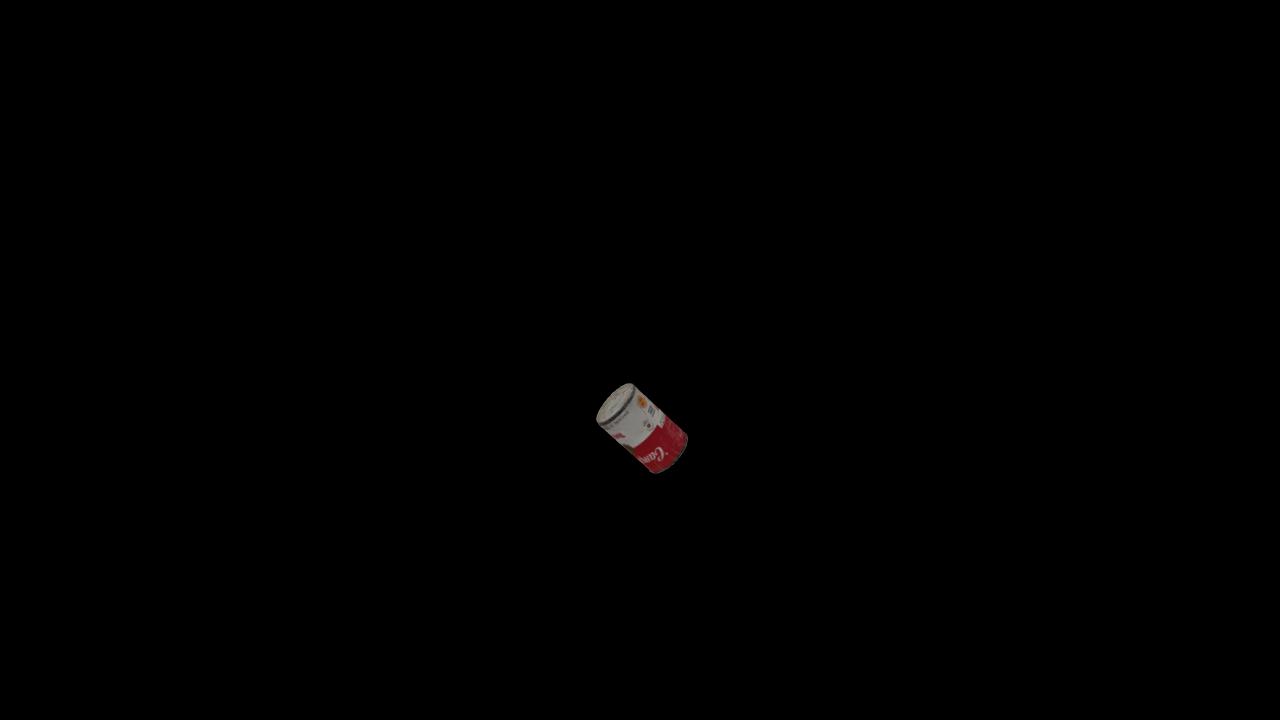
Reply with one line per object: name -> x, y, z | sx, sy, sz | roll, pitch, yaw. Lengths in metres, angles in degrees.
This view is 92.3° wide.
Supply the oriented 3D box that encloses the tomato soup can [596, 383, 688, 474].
tomato soup can -> 0.003, 0.085, 0.773 | 0.101, 0.068, 0.068 | 45, -16, -17
